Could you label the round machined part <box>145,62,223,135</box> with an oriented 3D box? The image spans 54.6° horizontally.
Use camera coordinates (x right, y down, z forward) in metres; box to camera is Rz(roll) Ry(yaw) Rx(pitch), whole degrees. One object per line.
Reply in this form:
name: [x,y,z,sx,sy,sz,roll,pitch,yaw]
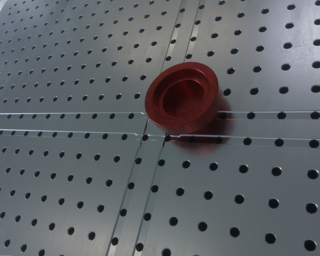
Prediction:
round machined part: [0.033,-0.034,0.402,0.098,0.042,0.098,-13,56,21]
